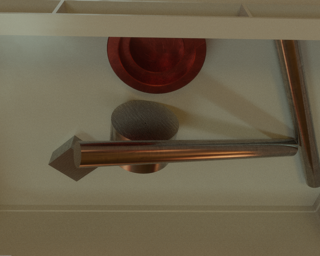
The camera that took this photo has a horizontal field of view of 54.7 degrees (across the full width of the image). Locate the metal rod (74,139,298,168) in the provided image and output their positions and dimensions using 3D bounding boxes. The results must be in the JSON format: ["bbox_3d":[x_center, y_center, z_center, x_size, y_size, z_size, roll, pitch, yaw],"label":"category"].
[{"bbox_3d":[0.054,0.026,0.361,0.303,0.025,0.025,1,134,-31],"label":"metal rod"}]

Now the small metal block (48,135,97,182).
[{"bbox_3d":[-0.121,0.045,0.446,0.050,0.025,0.050,-34,123,25],"label":"small metal block"}]

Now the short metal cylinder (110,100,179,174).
[{"bbox_3d":[-0.021,0.009,0.381,0.081,0.080,0.050,7,130,-6],"label":"short metal cylinder"}]

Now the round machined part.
[{"bbox_3d":[-0.003,-0.087,0.324,0.099,0.042,0.097,-1,130,0],"label":"round machined part"}]

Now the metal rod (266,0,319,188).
[{"bbox_3d":[0.179,-0.020,0.394,0.025,0.025,0.299,-19,128,15],"label":"metal rod"}]
